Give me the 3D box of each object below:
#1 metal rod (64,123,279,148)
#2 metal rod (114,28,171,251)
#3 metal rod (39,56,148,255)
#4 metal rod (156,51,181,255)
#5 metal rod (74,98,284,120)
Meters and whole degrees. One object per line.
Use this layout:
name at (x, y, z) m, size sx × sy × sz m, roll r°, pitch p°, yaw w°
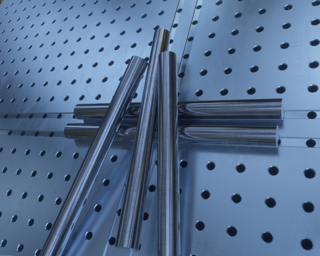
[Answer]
metal rod at (-0.005, 0.007, 0.406) m, size 0.300 × 0.025 × 0.025 m, roll 1°, pitch 62°, yaw 28°
metal rod at (-0.015, -0.007, 0.388) m, size 0.025 × 0.025 × 0.299 m, roll -6°, pitch 59°, yaw 25°
metal rod at (-0.085, 0.041, 0.402) m, size 0.025 × 0.025 × 0.299 m, roll 15°, pitch 76°, yaw 34°
metal rod at (0.009, 0.043, 0.352) m, size 0.025 × 0.025 × 0.299 m, roll -10°, pitch 64°, yaw 22°
metal rod at (0.005, -0.023, 0.419) m, size 0.300 × 0.025 × 0.025 m, roll 1°, pitch 62°, yaw 28°
